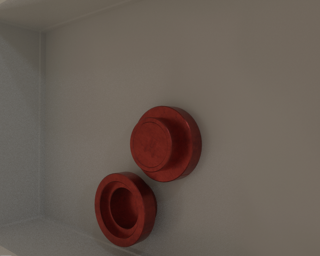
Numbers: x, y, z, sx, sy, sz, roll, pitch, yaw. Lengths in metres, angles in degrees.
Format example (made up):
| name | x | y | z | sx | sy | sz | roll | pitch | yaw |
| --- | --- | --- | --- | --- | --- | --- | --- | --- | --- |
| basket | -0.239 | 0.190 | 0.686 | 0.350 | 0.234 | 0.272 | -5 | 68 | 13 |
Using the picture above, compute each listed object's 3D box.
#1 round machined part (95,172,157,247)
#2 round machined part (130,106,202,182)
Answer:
| name | x | y | z | sx | sy | sz | roll | pitch | yaw |
| --- | --- | --- | --- | --- | --- | --- | --- | --- | --- |
| round machined part | -0.043 | 0.109 | 0.429 | 0.098 | 0.042 | 0.097 | 0 | 90 | 39 |
| round machined part | 0.000 | 0.020 | 0.394 | 0.098 | 0.042 | 0.097 | 0 | 90 | 39 |
